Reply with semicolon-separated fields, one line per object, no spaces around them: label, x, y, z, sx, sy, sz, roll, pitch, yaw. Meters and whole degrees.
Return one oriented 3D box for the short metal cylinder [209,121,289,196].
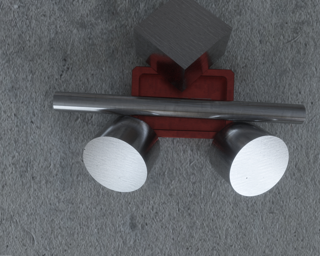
short metal cylinder;0.109;0.036;0.383;0.081;0.050;0.079;-8;114;-18

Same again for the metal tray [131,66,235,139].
metal tray;0.029;-0.032;0.409;0.131;0.030;0.089;2;90;0

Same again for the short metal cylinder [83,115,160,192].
short metal cylinder;-0.045;0.031;0.380;0.080;0.050;0.079;9;123;15

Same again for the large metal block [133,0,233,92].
large metal block;0.026;-0.105;0.377;0.080;0.050;0.080;42;73;15

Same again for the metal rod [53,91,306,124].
metal rod;0.024;-0.025;0.381;0.302;0.025;0.025;3;90;-1
